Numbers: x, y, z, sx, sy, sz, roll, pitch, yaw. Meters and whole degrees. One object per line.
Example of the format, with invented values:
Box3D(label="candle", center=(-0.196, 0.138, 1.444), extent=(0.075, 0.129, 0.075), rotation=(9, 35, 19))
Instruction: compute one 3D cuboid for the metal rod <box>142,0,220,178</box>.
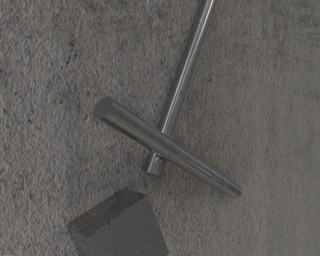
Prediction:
Box3D(label="metal rod", center=(0.037, -0.077, 0.435), extent=(0.025, 0.025, 0.299), rotation=(31, 71, -36))

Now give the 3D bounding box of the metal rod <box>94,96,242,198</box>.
Box3D(label="metal rod", center=(0.034, 0.042, 0.404), extent=(0.301, 0.025, 0.025), rotation=(35, 68, -44))

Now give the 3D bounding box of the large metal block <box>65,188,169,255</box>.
Box3D(label="large metal block", center=(-0.046, 0.127, 0.350), extent=(0.081, 0.050, 0.080), rotation=(-29, 109, -36))
